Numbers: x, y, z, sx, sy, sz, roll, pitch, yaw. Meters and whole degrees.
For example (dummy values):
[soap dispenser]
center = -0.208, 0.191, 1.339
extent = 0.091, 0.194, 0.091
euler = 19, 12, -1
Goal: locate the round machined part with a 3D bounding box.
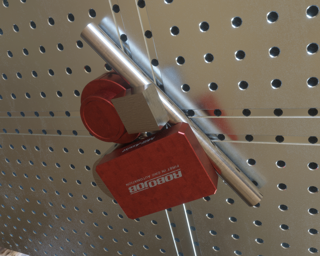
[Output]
[round machined part]
center = -0.067, -0.020, 0.417
extent = 0.098, 0.042, 0.097
euler = 14, 125, 21

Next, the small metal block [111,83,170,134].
[small metal block]
center = -0.024, -0.022, 0.375
extent = 0.050, 0.025, 0.050
euler = -8, 117, 37

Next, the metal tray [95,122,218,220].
[metal tray]
center = -0.004, 0.057, 0.391
extent = 0.130, 0.030, 0.090
euler = -24, 106, 23

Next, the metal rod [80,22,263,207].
[metal rod]
center = 0.017, -0.014, 0.388
extent = 0.300, 0.025, 0.025
euler = 45, 129, -4

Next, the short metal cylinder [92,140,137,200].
[short metal cylinder]
center = -0.051, 0.063, 0.455
extent = 0.080, 0.050, 0.079
euler = 13, 124, 21
